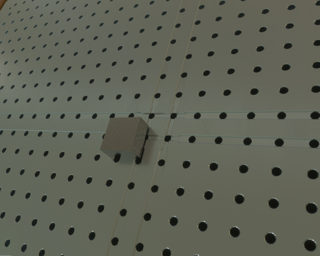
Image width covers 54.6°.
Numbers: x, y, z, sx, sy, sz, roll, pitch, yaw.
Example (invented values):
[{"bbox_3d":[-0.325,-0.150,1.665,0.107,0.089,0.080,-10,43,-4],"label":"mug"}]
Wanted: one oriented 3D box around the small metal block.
[{"bbox_3d":[-0.048,0.013,0.427,0.050,0.025,0.050,-1,61,28],"label":"small metal block"}]
